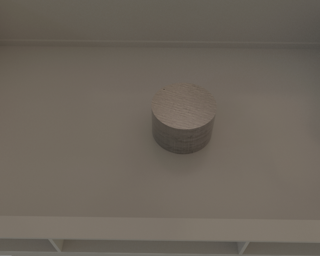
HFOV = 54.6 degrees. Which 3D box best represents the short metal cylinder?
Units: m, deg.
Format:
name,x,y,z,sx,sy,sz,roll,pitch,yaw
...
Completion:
name,x,y,z,sx,sy,sz,roll,pitch,yaw
short metal cylinder,0.030,-0.013,0.400,0.080,0.050,0.080,0,50,0
